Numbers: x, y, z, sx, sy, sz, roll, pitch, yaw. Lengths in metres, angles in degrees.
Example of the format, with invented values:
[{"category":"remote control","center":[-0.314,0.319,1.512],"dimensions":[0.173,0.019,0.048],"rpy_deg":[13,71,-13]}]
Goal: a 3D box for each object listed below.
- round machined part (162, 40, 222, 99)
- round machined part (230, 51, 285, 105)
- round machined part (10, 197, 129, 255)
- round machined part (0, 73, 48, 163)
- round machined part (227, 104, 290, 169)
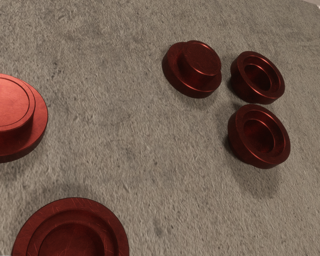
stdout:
[{"category":"round machined part","center":[0.056,-0.098,0.485],"dimensions":[0.099,0.042,0.098],"rpy_deg":[14,56,-21]},{"category":"round machined part","center":[0.161,-0.081,0.532],"dimensions":[0.099,0.042,0.098],"rpy_deg":[14,56,-21]},{"category":"round machined part","center":[-0.081,0.116,0.279],"dimensions":[0.099,0.042,0.098],"rpy_deg":[14,56,-21]},{"category":"round machined part","center":[-0.165,-0.017,0.314],"dimensions":[0.099,0.042,0.098],"rpy_deg":[14,56,-21]},{"category":"round machined part","center":[0.141,0.016,0.461],"dimensions":[0.099,0.042,0.098],"rpy_deg":[14,56,-21]}]
